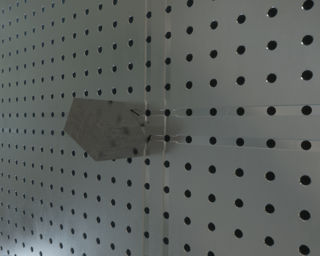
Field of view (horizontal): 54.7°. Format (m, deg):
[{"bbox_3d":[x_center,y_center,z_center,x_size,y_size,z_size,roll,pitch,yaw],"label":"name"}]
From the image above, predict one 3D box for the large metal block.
[{"bbox_3d":[-0.072,0.000,0.430,0.080,0.081,0.050,36,112,34],"label":"large metal block"}]
